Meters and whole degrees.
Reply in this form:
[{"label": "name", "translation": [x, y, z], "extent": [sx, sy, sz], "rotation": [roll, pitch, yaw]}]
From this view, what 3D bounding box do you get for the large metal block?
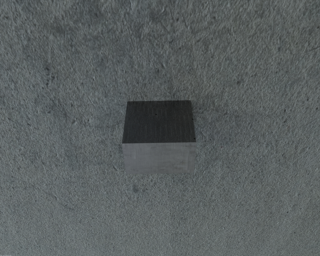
[{"label": "large metal block", "translation": [-0.001, 0.009, 0.381], "extent": [0.081, 0.080, 0.050], "rotation": [-1, 130, 0]}]
